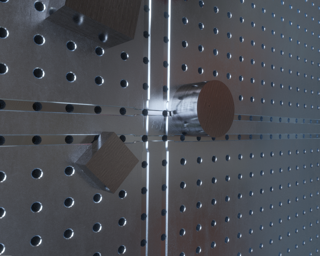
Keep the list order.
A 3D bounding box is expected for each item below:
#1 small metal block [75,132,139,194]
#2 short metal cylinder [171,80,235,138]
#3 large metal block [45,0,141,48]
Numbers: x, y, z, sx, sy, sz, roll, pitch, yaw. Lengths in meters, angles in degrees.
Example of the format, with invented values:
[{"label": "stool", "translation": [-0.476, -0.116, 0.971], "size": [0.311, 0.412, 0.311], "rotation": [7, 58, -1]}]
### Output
[{"label": "small metal block", "translation": [-0.060, 0.039, 0.360], "size": [0.050, 0.025, 0.050], "rotation": [-52, 121, -27]}, {"label": "short metal cylinder", "translation": [0.063, -0.027, 0.448], "size": [0.081, 0.050, 0.079], "rotation": [0, 90, -40]}, {"label": "large metal block", "translation": [-0.068, -0.144, 0.337], "size": [0.081, 0.050, 0.080], "rotation": [16, 80, -39]}]
